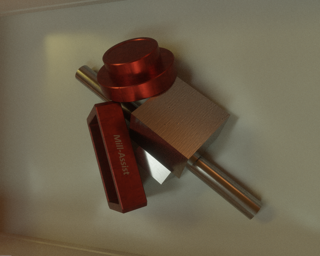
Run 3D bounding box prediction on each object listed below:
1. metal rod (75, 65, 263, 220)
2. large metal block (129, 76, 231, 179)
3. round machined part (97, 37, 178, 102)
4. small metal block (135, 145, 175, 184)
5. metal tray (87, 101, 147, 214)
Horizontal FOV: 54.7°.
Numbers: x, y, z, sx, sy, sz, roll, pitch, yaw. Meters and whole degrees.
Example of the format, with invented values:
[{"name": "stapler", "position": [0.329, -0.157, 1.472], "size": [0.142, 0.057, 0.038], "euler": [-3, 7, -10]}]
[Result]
[{"name": "metal rod", "position": [0.001, 0.010, 0.408], "size": [0.300, 0.025, 0.025], "euler": [38, 102, 15]}, {"name": "large metal block", "position": [0.021, -0.002, 0.366], "size": [0.080, 0.050, 0.080], "euler": [39, 59, 15]}, {"name": "round machined part", "position": [-0.031, -0.077, 0.378], "size": [0.098, 0.098, 0.042], "euler": [-2, 130, 19]}, {"name": "small metal block", "position": [-0.002, 0.042, 0.395], "size": [0.050, 0.050, 0.025], "euler": [40, 103, 15]}, {"name": "metal tray", "position": [-0.059, 0.038, 0.396], "size": [0.030, 0.090, 0.129], "euler": [-13, 84, -22]}]
